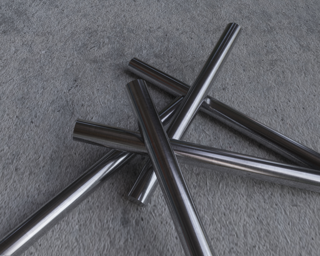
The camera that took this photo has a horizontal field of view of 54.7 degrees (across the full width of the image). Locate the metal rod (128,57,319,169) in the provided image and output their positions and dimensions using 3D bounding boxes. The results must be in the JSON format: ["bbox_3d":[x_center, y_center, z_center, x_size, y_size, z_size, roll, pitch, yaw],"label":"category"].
[{"bbox_3d":[0.075,-0.027,0.426,0.300,0.025,0.025,32,57,23],"label":"metal rod"}]

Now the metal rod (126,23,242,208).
[{"bbox_3d":[0.043,-0.035,0.404,0.025,0.025,0.300,22,62,17],"label":"metal rod"}]

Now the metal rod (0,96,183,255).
[{"bbox_3d":[-0.069,0.052,0.358,0.025,0.025,0.302,35,58,25],"label":"metal rod"}]

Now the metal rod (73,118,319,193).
[{"bbox_3d":[0.057,0.034,0.343,0.302,0.025,0.025,12,50,-3],"label":"metal rod"}]

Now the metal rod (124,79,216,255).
[{"bbox_3d":[0.024,0.083,0.284,0.025,0.025,0.299,-16,67,-14],"label":"metal rod"}]
